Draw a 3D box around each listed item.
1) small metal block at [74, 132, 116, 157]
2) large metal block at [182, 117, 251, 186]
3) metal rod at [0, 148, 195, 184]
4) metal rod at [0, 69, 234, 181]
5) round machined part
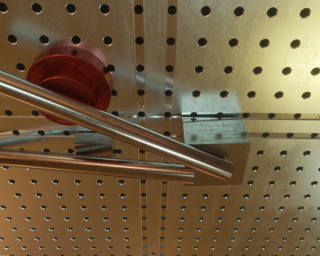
[{"bbox_3d":[-0.090,0.032,0.438,0.050,0.025,0.050,0,130,0],"label":"small metal block"},{"bbox_3d":[0.072,0.033,0.421,0.081,0.050,0.079,-2,130,1],"label":"large metal block"},{"bbox_3d":[-0.105,0.049,0.415,0.301,0.025,0.025,4,131,10],"label":"metal rod"},{"bbox_3d":[-0.050,-0.001,0.347,0.302,0.025,0.025,22,127,-15],"label":"metal rod"},{"bbox_3d":[-0.107,-0.041,0.363,0.099,0.042,0.097,-1,130,0],"label":"round machined part"}]
